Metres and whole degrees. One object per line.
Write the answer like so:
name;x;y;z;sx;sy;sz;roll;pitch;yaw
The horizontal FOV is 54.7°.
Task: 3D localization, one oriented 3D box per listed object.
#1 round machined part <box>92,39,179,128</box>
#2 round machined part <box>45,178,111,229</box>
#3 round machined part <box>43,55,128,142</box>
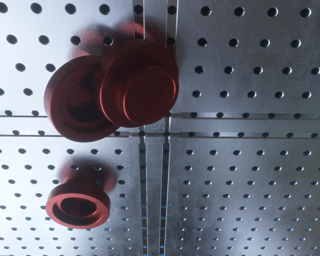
round machined part;-0.019;-0.042;0.334;0.099;0.042;0.097;-21;131;-27
round machined part;-0.129;0.118;0.499;0.099;0.042;0.097;-1;130;0
round machined part;-0.081;-0.036;0.350;0.099;0.042;0.097;-21;131;-27
